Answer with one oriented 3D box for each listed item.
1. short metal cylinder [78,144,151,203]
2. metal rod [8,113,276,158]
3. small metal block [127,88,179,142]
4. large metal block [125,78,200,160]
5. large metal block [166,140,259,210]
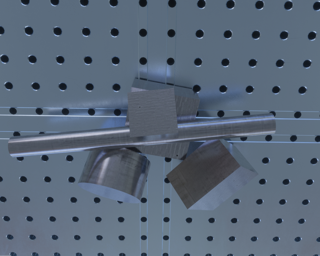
[{"bbox_3d":[-0.057,0.060,0.395,0.080,0.080,0.050,18,66,-7],"label":"short metal cylinder"},{"bbox_3d":[-0.022,0.009,0.359,0.302,0.025,0.025,-5,110,2],"label":"metal rod"},{"bbox_3d":[-0.007,-0.013,0.338,0.050,0.025,0.050,-5,75,2],"label":"small metal block"},{"bbox_3d":[-0.001,-0.012,0.392,0.081,0.050,0.079,10,110,-4],"label":"large metal block"},{"bbox_3d":[0.069,0.060,0.396,0.080,0.050,0.080,-43,149,14],"label":"large metal block"}]
